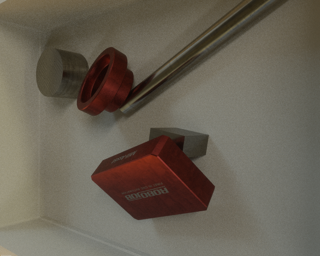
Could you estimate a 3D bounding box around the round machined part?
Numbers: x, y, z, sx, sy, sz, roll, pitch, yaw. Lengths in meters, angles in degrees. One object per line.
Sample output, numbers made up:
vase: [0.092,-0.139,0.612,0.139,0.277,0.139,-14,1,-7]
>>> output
round machined part: [-0.074,-0.061,0.437,0.098,0.042,0.098,-36,40,37]

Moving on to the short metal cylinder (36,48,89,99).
short metal cylinder: [-0.165,-0.091,0.524,0.080,0.050,0.079,0,90,39]

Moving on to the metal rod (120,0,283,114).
metal rod: [0.053,-0.097,0.361,0.299,0.025,0.025,-33,70,34]

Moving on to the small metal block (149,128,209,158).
small metal block: [0.022,0.016,0.371,0.050,0.050,0.025,13,99,39]

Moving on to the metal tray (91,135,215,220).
metal tray: [-0.013,0.065,0.368,0.130,0.030,0.090,-25,115,44]
